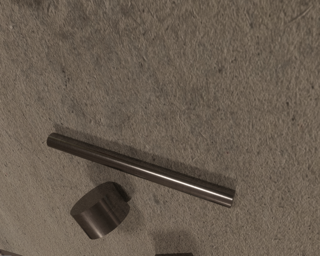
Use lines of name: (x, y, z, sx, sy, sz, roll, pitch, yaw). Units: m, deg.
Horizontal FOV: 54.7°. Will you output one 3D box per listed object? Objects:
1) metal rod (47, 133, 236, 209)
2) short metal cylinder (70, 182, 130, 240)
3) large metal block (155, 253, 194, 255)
metal rod: (-0.040, 0.057, 0.461, 0.301, 0.025, 0.025, 15, 125, 19)
short metal cylinder: (-0.096, 0.132, 0.502, 0.080, 0.080, 0.050, -23, 106, 36)
large metal block: (0.018, 0.262, 0.522, 0.080, 0.080, 0.050, -19, 108, 35)
